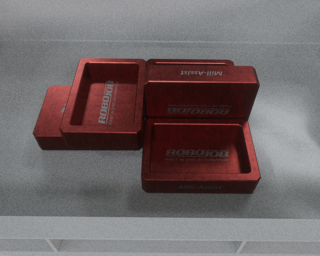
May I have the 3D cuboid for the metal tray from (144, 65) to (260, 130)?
[{"bbox_3d":[0.048,-0.034,0.389,0.131,0.089,0.030,1,50,0],"label":"metal tray"}]

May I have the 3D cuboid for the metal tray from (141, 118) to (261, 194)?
[{"bbox_3d":[0.045,0.032,0.374,0.131,0.030,0.090,1,50,0],"label":"metal tray"}]

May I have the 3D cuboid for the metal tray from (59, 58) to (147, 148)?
[{"bbox_3d":[-0.064,-0.036,0.389,0.091,0.030,0.130,1,50,0],"label":"metal tray"}]

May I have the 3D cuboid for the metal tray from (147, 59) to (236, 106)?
[{"bbox_3d":[0.045,-0.061,0.452,0.131,0.030,0.090,1,50,0],"label":"metal tray"}]

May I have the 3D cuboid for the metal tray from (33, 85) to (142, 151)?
[{"bbox_3d":[-0.088,-0.015,0.409,0.131,0.030,0.090,0,50,0],"label":"metal tray"}]
